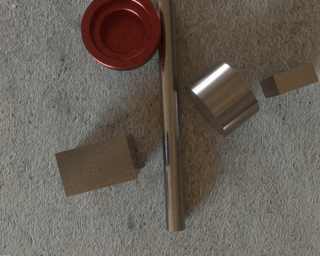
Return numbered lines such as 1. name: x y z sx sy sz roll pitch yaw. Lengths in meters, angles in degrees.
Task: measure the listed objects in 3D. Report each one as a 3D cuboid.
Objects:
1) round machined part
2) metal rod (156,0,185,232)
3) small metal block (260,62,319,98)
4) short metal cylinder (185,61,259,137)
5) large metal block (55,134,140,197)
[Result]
1. round machined part: -0.047 -0.122 0.399 0.099 0.042 0.097 0 90 2
2. metal rod: 0.014 -0.016 0.410 0.025 0.025 0.298 -3 90 -1
3. small metal block: 0.165 -0.060 0.400 0.050 0.050 0.025 -19 90 0
4. short metal cylinder: 0.076 -0.035 0.384 0.050 0.080 0.080 -38 91 0
5. large metal block: -0.071 0.042 0.382 0.080 0.080 0.050 -14 90 0
